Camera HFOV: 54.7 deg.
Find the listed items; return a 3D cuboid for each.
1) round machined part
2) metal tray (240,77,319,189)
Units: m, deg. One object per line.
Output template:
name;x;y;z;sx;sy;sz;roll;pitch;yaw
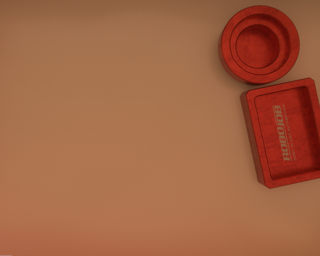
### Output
round machined part;0.124;-0.104;0.405;0.099;0.042;0.097;0;90;-1
metal tray;0.166;0.006;0.411;0.091;0.030;0.129;-12;90;-1
